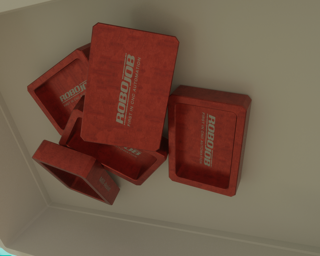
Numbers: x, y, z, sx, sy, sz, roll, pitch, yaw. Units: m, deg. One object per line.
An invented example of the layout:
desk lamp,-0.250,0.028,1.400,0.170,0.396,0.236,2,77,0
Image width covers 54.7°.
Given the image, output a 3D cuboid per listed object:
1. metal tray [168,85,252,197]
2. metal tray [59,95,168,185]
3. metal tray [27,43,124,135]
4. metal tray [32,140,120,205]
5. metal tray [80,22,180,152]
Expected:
metal tray,0.057,0.017,0.383,0.090,0.030,0.129,12,124,21
metal tray,-0.062,0.021,0.420,0.131,0.030,0.089,29,137,-10
metal tray,-0.117,-0.048,0.433,0.130,0.030,0.090,-22,107,36
metal tray,-0.122,0.071,0.472,0.090,0.030,0.130,16,154,19
metal tray,-0.035,-0.044,0.349,0.091,0.030,0.129,9,105,-4
